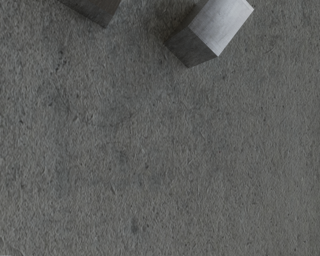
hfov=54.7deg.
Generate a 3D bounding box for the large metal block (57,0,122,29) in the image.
[{"bbox_3d":[-0.079,-0.180,0.366,0.080,0.050,0.080,27,81,-18],"label":"large metal block"}]

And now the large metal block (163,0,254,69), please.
[{"bbox_3d":[0.060,-0.130,0.401,0.050,0.080,0.080,41,77,-16],"label":"large metal block"}]
